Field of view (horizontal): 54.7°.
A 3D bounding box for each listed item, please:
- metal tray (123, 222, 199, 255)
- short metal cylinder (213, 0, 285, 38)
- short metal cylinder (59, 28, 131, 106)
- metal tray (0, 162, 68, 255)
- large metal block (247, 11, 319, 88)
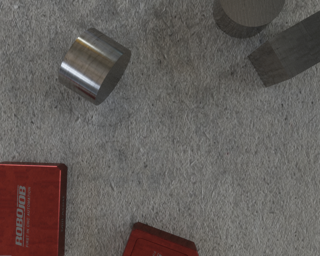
[{"bbox_3d":[-0.014,0.202,0.407,0.090,0.030,0.129,21,90,0],"label":"metal tray"},{"bbox_3d":[0.112,-0.162,0.398,0.081,0.050,0.079,0,90,0],"label":"short metal cylinder"},{"bbox_3d":[-0.078,-0.075,0.382,0.050,0.080,0.080,33,90,0],"label":"short metal cylinder"},{"bbox_3d":[-0.173,0.111,0.406,0.091,0.030,0.129,2,90,0],"label":"metal tray"},{"bbox_3d":[0.167,-0.096,0.384,0.080,0.080,0.050,-30,90,0],"label":"large metal block"}]
